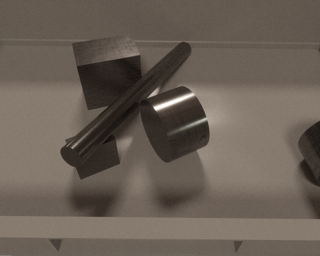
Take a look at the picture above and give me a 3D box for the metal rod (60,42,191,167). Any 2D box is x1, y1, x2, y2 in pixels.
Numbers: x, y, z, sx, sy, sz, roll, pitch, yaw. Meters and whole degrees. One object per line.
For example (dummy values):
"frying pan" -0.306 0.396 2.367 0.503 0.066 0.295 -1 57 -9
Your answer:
"metal rod" -0.022 -0.052 0.406 0.025 0.025 0.301 20 40 16

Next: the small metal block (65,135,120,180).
"small metal block" -0.078 0.029 0.364 0.050 0.050 0.025 -21 54 -17

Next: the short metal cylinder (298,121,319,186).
"short metal cylinder" 0.207 0.026 0.350 0.081 0.080 0.050 -6 51 -6

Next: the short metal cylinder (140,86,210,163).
"short metal cylinder" 0.016 -0.005 0.374 0.050 0.080 0.080 -22 54 -18

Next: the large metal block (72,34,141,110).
"large metal block" -0.071 -0.078 0.434 0.081 0.080 0.050 -13 52 -11
